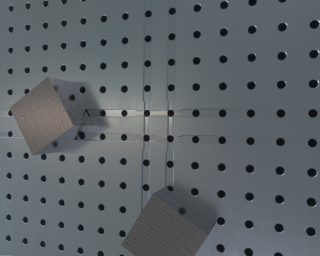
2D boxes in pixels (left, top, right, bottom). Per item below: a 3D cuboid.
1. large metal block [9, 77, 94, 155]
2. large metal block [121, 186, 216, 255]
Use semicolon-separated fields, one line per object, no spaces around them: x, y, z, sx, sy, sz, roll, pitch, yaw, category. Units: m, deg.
-0.159;-0.016;0.456;0.080;0.050;0.080;-33;79;17;large metal block
0.012;0.135;0.395;0.080;0.050;0.080;34;101;17;large metal block
